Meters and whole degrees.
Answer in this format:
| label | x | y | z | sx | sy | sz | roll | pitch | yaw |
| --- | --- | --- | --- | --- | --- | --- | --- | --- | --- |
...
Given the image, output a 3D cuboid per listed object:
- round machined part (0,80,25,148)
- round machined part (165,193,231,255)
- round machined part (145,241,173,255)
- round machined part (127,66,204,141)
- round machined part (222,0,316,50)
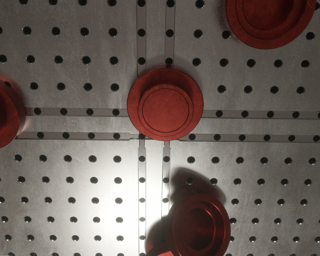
| label | x | y | z | sx | sy | sz | roll | pitch | yaw |
| --- | --- | --- | --- | --- | --- | --- | --- | --- | --- |
| round machined part | -0.230 | -0.015 | 0.395 | 0.099 | 0.042 | 0.097 | 0 | 110 | -1 |
| round machined part | 0.049 | 0.142 | 0.440 | 0.099 | 0.042 | 0.098 | 8 | 73 | -28 |
| round machined part | 0.022 | 0.214 | 0.483 | 0.099 | 0.042 | 0.097 | 0 | 112 | 0 |
| round machined part | 0.007 | -0.028 | 0.394 | 0.099 | 0.042 | 0.097 | 0 | 110 | -1 |
| round machined part | 0.120 | -0.142 | 0.354 | 0.099 | 0.042 | 0.097 | 0 | 110 | -1 |
